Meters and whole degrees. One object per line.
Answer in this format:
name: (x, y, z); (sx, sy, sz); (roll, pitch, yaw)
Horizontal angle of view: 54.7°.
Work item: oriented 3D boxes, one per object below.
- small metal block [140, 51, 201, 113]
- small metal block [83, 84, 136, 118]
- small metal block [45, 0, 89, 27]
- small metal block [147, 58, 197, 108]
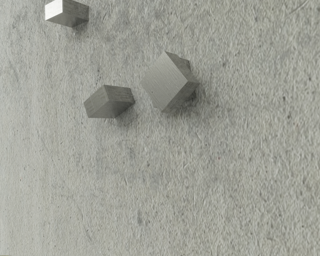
small metal block: (0.011, -0.053, 0.364); (0.050, 0.025, 0.050); (-48, 62, 29)
small metal block: (-0.073, -0.037, 0.449); (0.050, 0.050, 0.025); (-33, 70, 35)
small metal block: (-0.155, -0.192, 0.517); (0.050, 0.050, 0.025); (-2, 89, 40)
small metal block: (0.014, -0.056, 0.393); (0.050, 0.025, 0.050); (-16, 80, 39)
